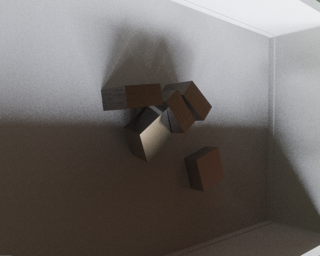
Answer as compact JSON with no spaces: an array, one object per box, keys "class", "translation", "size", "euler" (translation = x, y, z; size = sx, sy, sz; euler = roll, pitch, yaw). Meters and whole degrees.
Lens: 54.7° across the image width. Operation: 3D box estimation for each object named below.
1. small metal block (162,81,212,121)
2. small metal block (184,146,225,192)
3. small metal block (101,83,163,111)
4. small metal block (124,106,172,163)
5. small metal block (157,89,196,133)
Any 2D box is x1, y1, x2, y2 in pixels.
[{"class":"small metal block","translation":[0.034,-0.035,0.421],"size":[0.050,0.050,0.025],"euler":[47,62,-30]},{"class":"small metal block","translation":[0.067,0.060,0.466],"size":[0.050,0.025,0.050],"euler":[-23,105,-38]},{"class":"small metal block","translation":[-0.033,-0.036,0.364],"size":[0.050,0.050,0.025],"euler":[-11,97,-40]},{"class":"small metal block","translation":[-0.014,0.006,0.385],"size":[0.050,0.025,0.050],"euler":[-45,143,-30]},{"class":"small metal block","translation":[0.010,-0.020,0.401],"size":[0.025,0.050,0.050],"euler":[-48,119,-30]}]
